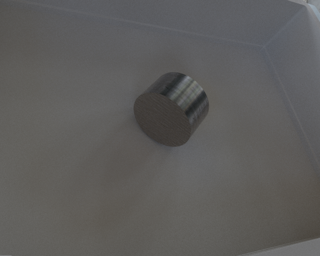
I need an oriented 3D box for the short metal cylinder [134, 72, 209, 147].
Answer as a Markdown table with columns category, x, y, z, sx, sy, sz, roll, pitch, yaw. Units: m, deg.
| category | x | y | z | sx | sy | sz | roll | pitch | yaw |
| --- | --- | --- | --- | --- | --- | --- | --- | --- | --- |
| short metal cylinder | 0.014 | -0.023 | 0.390 | 0.080 | 0.080 | 0.050 | 41 | 51 | -1 |
